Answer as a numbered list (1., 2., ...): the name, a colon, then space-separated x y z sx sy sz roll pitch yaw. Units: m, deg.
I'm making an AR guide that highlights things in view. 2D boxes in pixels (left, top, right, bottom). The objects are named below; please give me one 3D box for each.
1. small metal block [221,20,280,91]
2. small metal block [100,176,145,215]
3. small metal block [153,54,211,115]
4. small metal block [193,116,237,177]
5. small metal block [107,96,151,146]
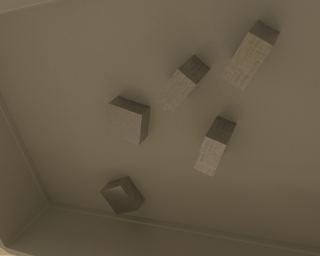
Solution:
1. small metal block: 0.088 -0.071 0.301 0.025 0.050 0.050 33 128 7
2. small metal block: -0.062 0.111 0.508 0.050 0.025 0.050 -23 107 36
3. small metal block: 0.025 -0.049 0.348 0.025 0.050 0.050 41 129 0
4. small metal block: 0.066 0.021 0.370 0.025 0.050 0.050 24 127 13
5. small metal block: -0.043 -0.010 0.424 0.050 0.025 0.050 19 126 16
